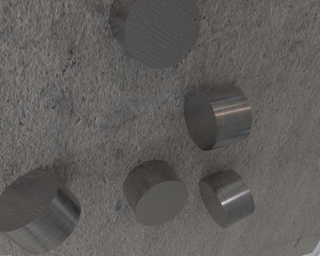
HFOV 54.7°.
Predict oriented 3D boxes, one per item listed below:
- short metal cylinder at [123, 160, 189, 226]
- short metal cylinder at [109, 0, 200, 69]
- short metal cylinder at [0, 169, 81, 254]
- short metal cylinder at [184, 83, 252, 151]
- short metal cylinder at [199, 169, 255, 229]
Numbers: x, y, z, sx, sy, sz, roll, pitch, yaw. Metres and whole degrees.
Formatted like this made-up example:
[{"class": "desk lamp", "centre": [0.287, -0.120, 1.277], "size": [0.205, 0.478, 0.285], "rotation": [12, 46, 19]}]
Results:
[{"class": "short metal cylinder", "centre": [-0.006, 0.093, 0.444], "size": [0.081, 0.050, 0.079], "rotation": [-14, 124, -21]}, {"class": "short metal cylinder", "centre": [-0.006, -0.108, 0.321], "size": [0.081, 0.050, 0.079], "rotation": [-14, 124, -21]}, {"class": "short metal cylinder", "centre": [-0.139, 0.094, 0.353], "size": [0.080, 0.080, 0.050], "rotation": [-31, 129, -8]}, {"class": "short metal cylinder", "centre": [0.073, -0.015, 0.402], "size": [0.050, 0.080, 0.079], "rotation": [-13, 124, -21]}, {"class": "short metal cylinder", "centre": [0.106, 0.113, 0.499], "size": [0.050, 0.080, 0.080], "rotation": [-22, 127, -15]}]
